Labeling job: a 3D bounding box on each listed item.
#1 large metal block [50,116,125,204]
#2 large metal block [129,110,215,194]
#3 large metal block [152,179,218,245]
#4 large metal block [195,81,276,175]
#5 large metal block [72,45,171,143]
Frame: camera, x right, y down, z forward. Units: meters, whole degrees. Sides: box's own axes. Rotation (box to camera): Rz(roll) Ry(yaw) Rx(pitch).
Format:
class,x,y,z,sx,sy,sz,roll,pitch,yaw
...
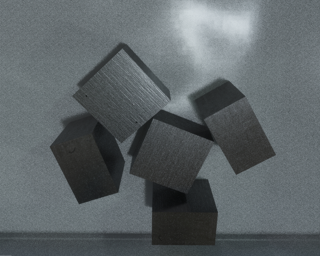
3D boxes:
class,x,y,z,sx,sy,sz,roll,pitch,yaw
large metal block,-0.086,0.035,0.392,0.050,0.080,0.080,-18,109,6
large metal block,0.014,0.029,0.407,0.080,0.050,0.079,21,109,-8
large metal block,0.030,0.112,0.423,0.081,0.080,0.050,1,110,-1
large metal block,0.089,-0.003,0.380,0.050,0.080,0.080,-29,108,10
large metal block,-0.044,-0.043,0.380,0.080,0.050,0.080,-40,106,13
